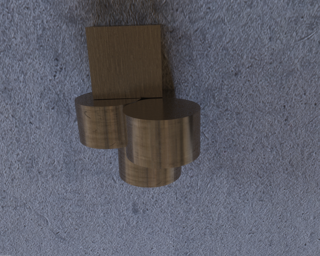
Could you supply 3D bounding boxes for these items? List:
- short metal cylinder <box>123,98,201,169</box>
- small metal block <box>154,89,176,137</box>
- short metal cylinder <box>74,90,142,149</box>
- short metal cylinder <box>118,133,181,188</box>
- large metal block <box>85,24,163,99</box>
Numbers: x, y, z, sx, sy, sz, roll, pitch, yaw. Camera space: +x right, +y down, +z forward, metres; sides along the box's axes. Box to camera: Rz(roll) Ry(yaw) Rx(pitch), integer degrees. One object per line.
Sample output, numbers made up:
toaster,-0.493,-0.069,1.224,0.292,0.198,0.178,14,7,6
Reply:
short metal cylinder,0.003,0.002,0.330,0.080,0.080,0.050,-2,110,0
small metal block,0.006,-0.020,0.393,0.025,0.050,0.050,1,110,-1
short metal cylinder,-0.059,-0.013,0.377,0.080,0.080,0.050,-2,110,0
short metal cylinder,-0.013,0.033,0.394,0.081,0.080,0.050,0,110,0
large metal block,-0.039,-0.080,0.368,0.080,0.050,0.079,-2,110,0
